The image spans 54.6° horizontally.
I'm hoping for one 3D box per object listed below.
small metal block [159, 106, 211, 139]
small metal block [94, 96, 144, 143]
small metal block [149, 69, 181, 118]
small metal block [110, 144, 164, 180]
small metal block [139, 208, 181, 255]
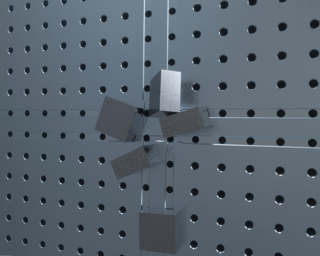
[{"bbox_3d":[0.033,-0.008,0.387,0.050,0.050,0.025,-17,89,19],"label":"small metal block"},{"bbox_3d":[-0.057,-0.013,0.433,0.050,0.025,0.050,21,97,18],"label":"small metal block"},{"bbox_3d":[0.005,-0.041,0.392,0.025,0.050,0.050,5,82,-17],"label":"small metal block"},{"bbox_3d":[-0.029,0.043,0.410,0.050,0.050,0.025,-26,82,18],"label":"small metal block"},{"bbox_3d":[0.000,0.136,0.413,0.050,0.025,0.050,-1,90,20],"label":"small metal block"}]
